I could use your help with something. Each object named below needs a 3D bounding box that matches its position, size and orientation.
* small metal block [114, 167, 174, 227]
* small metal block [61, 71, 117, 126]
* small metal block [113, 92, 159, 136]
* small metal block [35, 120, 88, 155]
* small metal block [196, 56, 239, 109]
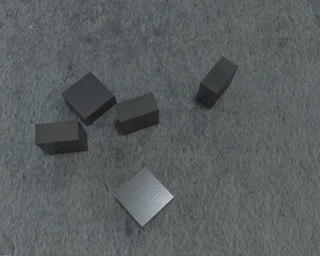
[{"bbox_3d":[-0.019,0.084,0.377,0.050,0.025,0.050,-41,76,-14],"label":"small metal block"},{"bbox_3d":[-0.096,-0.040,0.422,0.050,0.025,0.050,-42,76,-14],"label":"small metal block"},{"bbox_3d":[-0.029,-0.017,0.401,0.050,0.050,0.025,-19,72,-7],"label":"small metal block"},{"bbox_3d":[-0.122,0.013,0.389,0.050,0.050,0.025,-6,70,-3],"label":"small metal block"},{"bbox_3d":[0.076,-0.060,0.418,0.025,0.050,0.050,36,74,12],"label":"small metal block"}]
